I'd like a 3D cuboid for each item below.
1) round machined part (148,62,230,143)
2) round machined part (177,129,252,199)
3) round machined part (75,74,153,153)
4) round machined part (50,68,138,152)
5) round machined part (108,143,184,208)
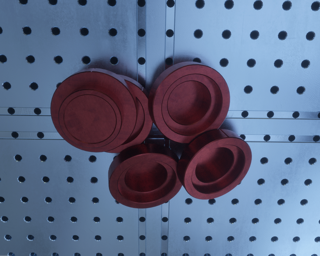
[{"bbox_3d":[0.033,-0.034,0.383,0.099,0.042,0.097,-6,112,-16],"label":"round machined part"},{"bbox_3d":[0.067,0.043,0.409,0.099,0.042,0.097,-11,123,-18],"label":"round machined part"},{"bbox_3d":[-0.057,-0.021,0.395,0.099,0.042,0.097,0,110,-1],"label":"round machined part"},{"bbox_3d":[-0.075,-0.016,0.352,0.099,0.042,0.097,0,110,-1],"label":"round machined part"},{"bbox_3d":[-0.020,0.059,0.416,0.099,0.042,0.097,-6,125,-8],"label":"round machined part"}]
